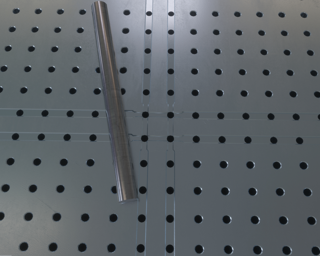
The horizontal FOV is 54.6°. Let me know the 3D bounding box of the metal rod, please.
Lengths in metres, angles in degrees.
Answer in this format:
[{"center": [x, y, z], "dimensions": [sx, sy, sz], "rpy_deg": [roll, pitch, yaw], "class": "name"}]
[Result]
[{"center": [-0.066, -0.049, 0.429], "dimensions": [0.025, 0.025, 0.299], "rpy_deg": [-10, 70, -4], "class": "metal rod"}]
